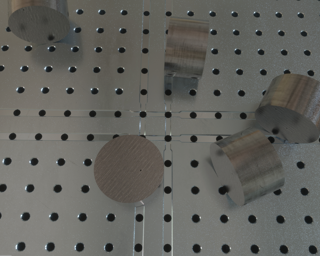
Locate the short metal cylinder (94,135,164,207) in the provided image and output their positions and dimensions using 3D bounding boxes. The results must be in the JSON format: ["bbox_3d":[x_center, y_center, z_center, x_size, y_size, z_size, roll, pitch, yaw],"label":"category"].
[{"bbox_3d":[-0.036,0.054,0.378,0.081,0.050,0.080,0,70,0],"label":"short metal cylinder"}]

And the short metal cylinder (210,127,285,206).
[{"bbox_3d":[0.101,0.045,0.367,0.050,0.080,0.080,-22,72,-8],"label":"short metal cylinder"}]

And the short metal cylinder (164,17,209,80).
[{"bbox_3d":[0.035,-0.108,0.423,0.050,0.080,0.080,7,70,2],"label":"short metal cylinder"}]

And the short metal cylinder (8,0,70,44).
[{"bbox_3d":[-0.172,-0.165,0.441,0.081,0.080,0.050,-10,71,-4],"label":"short metal cylinder"}]

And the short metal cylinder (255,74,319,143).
[{"bbox_3d":[0.169,-0.024,0.393,0.080,0.080,0.050,29,73,10],"label":"short metal cylinder"}]
